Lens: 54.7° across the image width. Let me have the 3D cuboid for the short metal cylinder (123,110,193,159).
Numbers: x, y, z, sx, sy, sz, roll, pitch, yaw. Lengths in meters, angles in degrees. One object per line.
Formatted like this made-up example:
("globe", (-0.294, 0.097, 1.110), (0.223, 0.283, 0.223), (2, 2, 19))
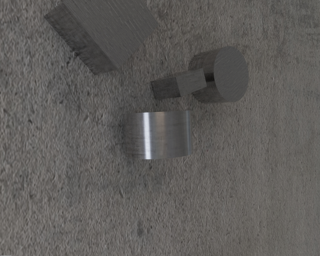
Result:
("short metal cylinder", (-0.002, 0.006, 0.367), (0.081, 0.080, 0.050), (-5, 94, -40))

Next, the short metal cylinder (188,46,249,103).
("short metal cylinder", (0.087, -0.077, 0.461), (0.081, 0.050, 0.080), (0, 90, -40))

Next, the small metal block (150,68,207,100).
("small metal block", (0.024, -0.058, 0.409), (0.050, 0.050, 0.025), (-25, 106, -37))

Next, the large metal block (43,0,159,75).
("large metal block", (-0.061, -0.117, 0.337), (0.080, 0.050, 0.080), (51, 60, -28))
